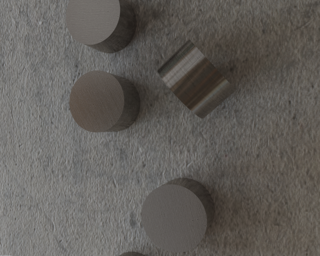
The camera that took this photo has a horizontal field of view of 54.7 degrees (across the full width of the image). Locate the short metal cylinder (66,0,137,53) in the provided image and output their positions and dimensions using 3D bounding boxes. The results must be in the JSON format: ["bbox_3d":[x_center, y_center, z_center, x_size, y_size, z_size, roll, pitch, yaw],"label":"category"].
[{"bbox_3d":[-0.079,-0.147,0.422,0.080,0.050,0.079,0,90,19],"label":"short metal cylinder"}]

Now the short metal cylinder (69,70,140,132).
[{"bbox_3d":[-0.074,-0.034,0.421,0.080,0.050,0.079,0,90,19],"label":"short metal cylinder"}]

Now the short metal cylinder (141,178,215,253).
[{"bbox_3d":[0.024,0.106,0.387,0.080,0.050,0.079,0,90,19],"label":"short metal cylinder"}]

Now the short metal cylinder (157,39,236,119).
[{"bbox_3d":[0.043,-0.057,0.364,0.050,0.080,0.080,-42,77,15],"label":"short metal cylinder"}]

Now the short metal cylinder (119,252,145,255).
[{"bbox_3d":[-0.044,0.214,0.410,0.080,0.050,0.079,0,90,19],"label":"short metal cylinder"}]
